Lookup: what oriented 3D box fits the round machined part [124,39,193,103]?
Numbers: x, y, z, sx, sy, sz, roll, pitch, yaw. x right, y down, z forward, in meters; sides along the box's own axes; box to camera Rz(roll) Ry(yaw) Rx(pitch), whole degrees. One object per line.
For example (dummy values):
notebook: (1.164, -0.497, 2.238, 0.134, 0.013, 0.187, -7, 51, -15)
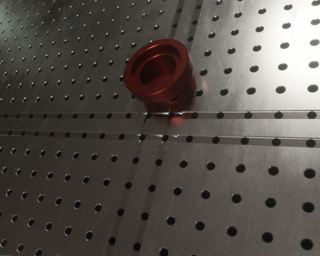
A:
round machined part: (0.001, -0.076, 0.442, 0.098, 0.042, 0.098, -13, 56, 20)
